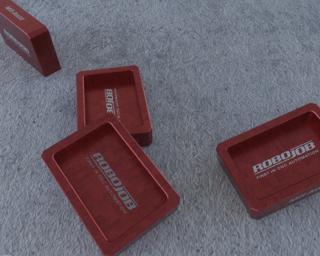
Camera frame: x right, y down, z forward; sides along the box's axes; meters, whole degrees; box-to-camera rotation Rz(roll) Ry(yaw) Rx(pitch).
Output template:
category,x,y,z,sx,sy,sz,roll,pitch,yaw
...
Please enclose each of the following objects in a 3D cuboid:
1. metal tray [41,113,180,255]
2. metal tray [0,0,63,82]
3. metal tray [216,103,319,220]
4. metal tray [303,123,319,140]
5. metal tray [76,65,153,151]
category,x,y,z,sx,sy,sz,roll,pitch,yaw
metal tray,-0.053,0.056,0.329,0.090,0.030,0.130,-34,69,-18
metal tray,-0.215,-0.143,0.494,0.130,0.090,0.030,38,61,26
metal tray,0.142,0.034,0.350,0.131,0.030,0.090,-24,53,-2
metal tray,0.259,0.005,0.397,0.131,0.030,0.090,-19,53,-15
metal tray,-0.065,-0.030,0.424,0.091,0.030,0.130,-8,50,-7
